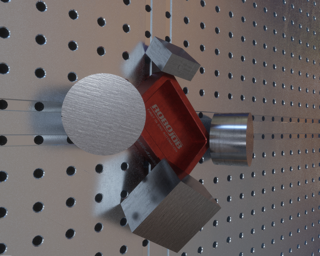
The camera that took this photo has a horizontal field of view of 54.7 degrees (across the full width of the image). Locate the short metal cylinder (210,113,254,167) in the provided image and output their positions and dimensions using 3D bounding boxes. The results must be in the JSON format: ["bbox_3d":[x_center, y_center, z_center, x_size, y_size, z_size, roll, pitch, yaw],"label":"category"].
[{"bbox_3d":[0.109,0.017,0.464,0.080,0.050,0.079,0,90,-66],"label":"short metal cylinder"}]

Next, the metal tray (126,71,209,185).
[{"bbox_3d":[0.010,0.001,0.413,0.090,0.030,0.130,-49,119,-29],"label":"metal tray"}]

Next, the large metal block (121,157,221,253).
[{"bbox_3d":[0.013,0.096,0.382,0.080,0.050,0.080,-48,124,6],"label":"large metal block"}]

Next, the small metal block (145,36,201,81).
[{"bbox_3d":[0.017,-0.090,0.403,0.050,0.050,0.025,11,121,-39],"label":"small metal block"}]

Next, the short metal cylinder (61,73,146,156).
[{"bbox_3d":[-0.059,-0.013,0.324,0.081,0.050,0.079,0,91,-15],"label":"short metal cylinder"}]
